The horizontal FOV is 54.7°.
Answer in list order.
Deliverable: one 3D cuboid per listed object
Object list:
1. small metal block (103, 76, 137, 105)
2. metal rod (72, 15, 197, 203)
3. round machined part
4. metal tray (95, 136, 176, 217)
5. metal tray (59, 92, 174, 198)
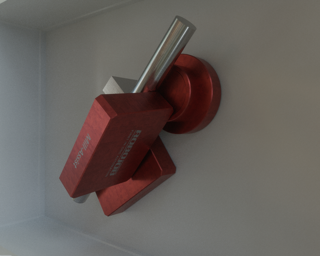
[{"bbox_3d":[-0.041,-0.042,0.420,0.025,0.050,0.050,-52,60,27],"label":"small metal block"},{"bbox_3d":[-0.048,-0.002,0.391,0.025,0.025,0.298,52,124,27],"label":"metal rod"},{"bbox_3d":[0.020,-0.041,0.375,0.098,0.042,0.097,0,90,39],"label":"round machined part"},{"bbox_3d":[-0.047,0.056,0.438,0.129,0.030,0.090,-42,65,31],"label":"metal tray"},{"bbox_3d":[-0.050,0.019,0.353,0.030,0.091,0.129,49,125,25],"label":"metal tray"}]
